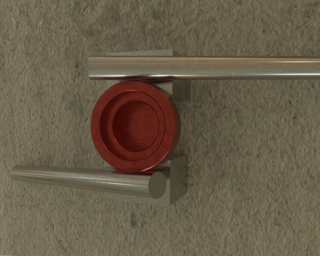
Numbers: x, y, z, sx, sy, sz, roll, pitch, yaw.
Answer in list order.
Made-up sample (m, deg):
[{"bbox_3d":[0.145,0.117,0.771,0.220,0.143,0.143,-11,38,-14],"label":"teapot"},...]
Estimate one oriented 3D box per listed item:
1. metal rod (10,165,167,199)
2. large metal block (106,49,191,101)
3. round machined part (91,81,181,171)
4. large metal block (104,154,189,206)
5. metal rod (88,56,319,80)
[{"bbox_3d":[-0.113,0.062,0.390,0.300,0.025,0.025,-5,89,42],"label":"metal rod"},{"bbox_3d":[-0.011,-0.061,0.384,0.080,0.080,0.050,1,91,19],"label":"large metal block"},{"bbox_3d":[-0.024,-0.002,0.346,0.098,0.042,0.097,0,90,19],"label":"round machined part"},{"bbox_3d":[-0.013,0.059,0.385,0.080,0.080,0.050,1,91,19],"label":"large metal block"},{"bbox_3d":[0.079,-0.063,0.325,0.302,0.025,0.025,-1,90,-3],"label":"metal rod"}]
